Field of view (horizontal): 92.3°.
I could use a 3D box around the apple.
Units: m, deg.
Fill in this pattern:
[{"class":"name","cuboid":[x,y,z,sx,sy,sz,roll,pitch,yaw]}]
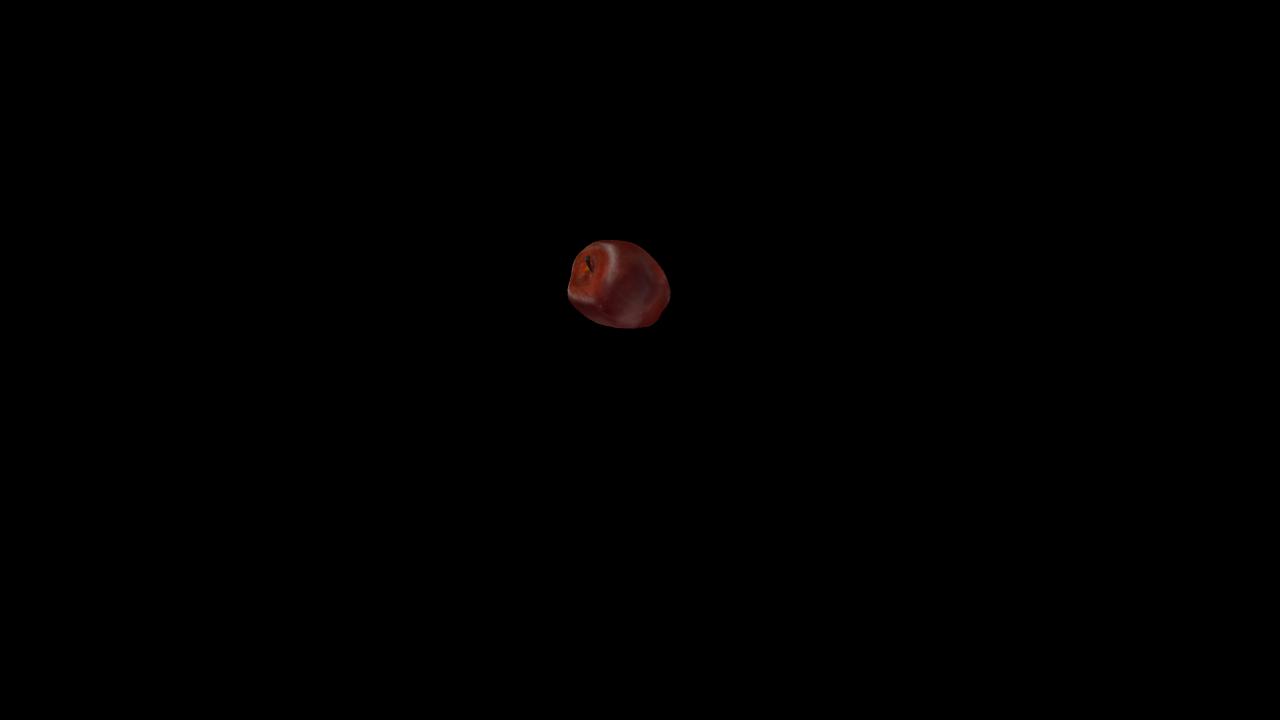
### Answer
[{"class":"apple","cuboid":[-0.016,-0.064,0.523,0.079,0.079,0.093,0,-18,41]}]
